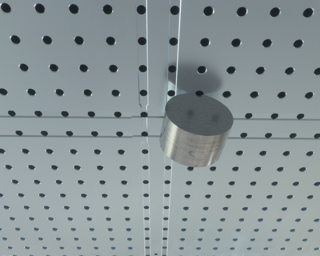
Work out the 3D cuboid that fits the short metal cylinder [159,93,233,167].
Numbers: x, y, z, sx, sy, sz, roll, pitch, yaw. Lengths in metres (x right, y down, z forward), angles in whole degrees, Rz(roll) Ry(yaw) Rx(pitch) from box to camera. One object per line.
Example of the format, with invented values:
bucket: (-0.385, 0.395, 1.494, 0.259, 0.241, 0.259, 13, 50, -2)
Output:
short metal cylinder: (0.042, 0.001, 0.377, 0.080, 0.080, 0.050, 6, 130, -5)
